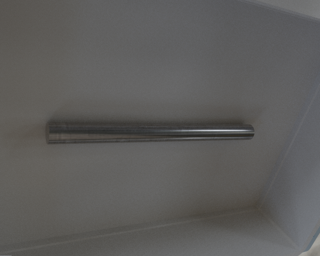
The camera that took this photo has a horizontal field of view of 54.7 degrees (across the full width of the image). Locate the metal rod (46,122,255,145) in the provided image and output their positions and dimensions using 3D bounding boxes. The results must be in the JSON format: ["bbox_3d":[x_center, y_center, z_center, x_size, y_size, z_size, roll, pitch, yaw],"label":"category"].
[{"bbox_3d":[0.008,0.006,0.416,0.303,0.025,0.025,0,118,-29],"label":"metal rod"}]
